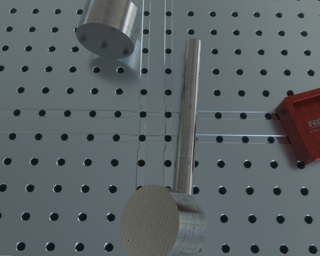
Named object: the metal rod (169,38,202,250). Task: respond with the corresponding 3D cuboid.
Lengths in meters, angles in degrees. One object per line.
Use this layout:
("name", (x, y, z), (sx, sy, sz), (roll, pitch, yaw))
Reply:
("metal rod", (0.035, 0.015, 0.406), (0.025, 0.025, 0.299), (5, 70, 1))

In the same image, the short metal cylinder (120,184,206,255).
("short metal cylinder", (0.003, 0.106, 0.339), (0.080, 0.050, 0.080), (-18, 60, 35))

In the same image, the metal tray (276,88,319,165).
("metal tray", (0.237, -0.011, 0.416), (0.131, 0.030, 0.090), (-15, 71, -6))

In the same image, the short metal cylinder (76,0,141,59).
("short metal cylinder", (-0.070, -0.141, 0.433), (0.080, 0.080, 0.050), (10, 71, 3))
